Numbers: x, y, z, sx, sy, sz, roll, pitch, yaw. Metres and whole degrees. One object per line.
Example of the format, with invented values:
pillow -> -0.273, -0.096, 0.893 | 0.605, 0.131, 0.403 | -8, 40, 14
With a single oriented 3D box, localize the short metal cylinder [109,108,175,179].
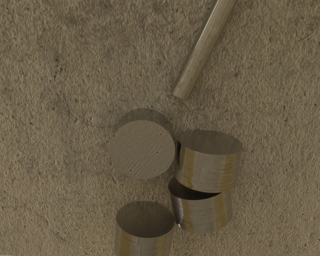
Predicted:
short metal cylinder -> -0.022, 0.019, 0.403 | 0.081, 0.050, 0.079 | 0, 110, 0

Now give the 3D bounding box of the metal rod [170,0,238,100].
metal rod -> 0.087, -0.169, 0.348 | 0.025, 0.025, 0.298 | 23, 108, -9

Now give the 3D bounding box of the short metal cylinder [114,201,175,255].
short metal cylinder -> -0.022, 0.147, 0.434 | 0.081, 0.080, 0.050 | 6, 110, -2

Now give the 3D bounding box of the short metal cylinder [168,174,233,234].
short metal cylinder -> 0.055, 0.094, 0.416 | 0.080, 0.080, 0.050 | -9, 110, 3

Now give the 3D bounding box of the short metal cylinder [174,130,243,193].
short metal cylinder -> 0.061, 0.040, 0.396 | 0.081, 0.080, 0.050 | 4, 110, -2
